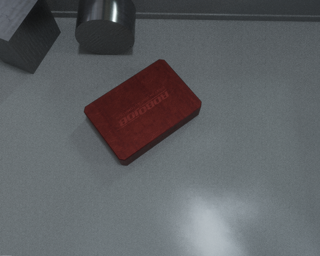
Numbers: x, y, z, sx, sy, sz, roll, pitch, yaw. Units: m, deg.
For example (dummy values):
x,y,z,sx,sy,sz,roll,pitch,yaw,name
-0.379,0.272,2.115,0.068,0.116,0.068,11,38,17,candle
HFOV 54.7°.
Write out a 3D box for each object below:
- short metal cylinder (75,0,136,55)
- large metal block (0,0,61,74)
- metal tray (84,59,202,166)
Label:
x,y,z,sx,sy,sz,roll,pitch,yaw,name
-0.075,-0.146,0.433,0.081,0.080,0.050,1,70,0,short metal cylinder
-0.191,-0.135,0.427,0.050,0.080,0.080,22,72,7,large metal block
-0.022,-0.023,0.415,0.131,0.030,0.090,-35,74,-12,metal tray
